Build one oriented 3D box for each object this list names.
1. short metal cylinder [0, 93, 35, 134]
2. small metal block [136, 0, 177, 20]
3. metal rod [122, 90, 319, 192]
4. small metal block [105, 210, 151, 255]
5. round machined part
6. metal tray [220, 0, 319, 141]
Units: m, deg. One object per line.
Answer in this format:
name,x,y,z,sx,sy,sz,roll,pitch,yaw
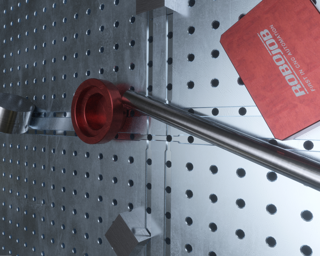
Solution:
short metal cylinder,-0.300,-0.030,0.621,0.080,0.081,0.050,38,114,33
small metal block,-0.005,-0.178,0.414,0.050,0.025,0.050,1,91,40
metal rod,0.064,0.007,0.356,0.300,0.025,0.025,25,106,37
small metal block,-0.047,0.157,0.449,0.050,0.025,0.050,48,118,29
round machined part,-0.089,-0.025,0.472,0.098,0.042,0.097,0,90,40
metal tray,0.127,-0.064,0.302,0.090,0.030,0.130,-37,68,34
